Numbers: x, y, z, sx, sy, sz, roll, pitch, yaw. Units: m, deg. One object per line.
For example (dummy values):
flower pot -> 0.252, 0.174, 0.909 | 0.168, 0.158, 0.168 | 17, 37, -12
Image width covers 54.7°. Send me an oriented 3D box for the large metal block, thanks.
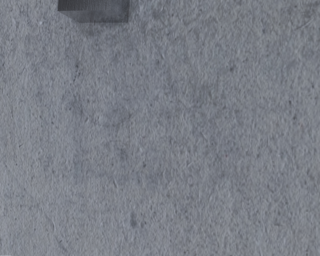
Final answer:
large metal block -> -0.088, -0.193, 0.425 | 0.080, 0.050, 0.079 | 7, 92, 19
